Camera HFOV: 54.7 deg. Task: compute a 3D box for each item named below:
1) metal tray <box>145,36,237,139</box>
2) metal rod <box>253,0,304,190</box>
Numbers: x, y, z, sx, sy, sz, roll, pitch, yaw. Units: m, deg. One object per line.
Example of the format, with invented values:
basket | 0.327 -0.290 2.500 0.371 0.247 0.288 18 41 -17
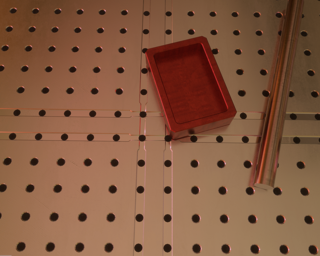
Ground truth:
metal tray | 0.040 -0.058 0.430 0.091 0.030 0.130 -15 71 -6
metal rod | 0.171 -0.062 0.436 0.025 0.025 0.299 16 71 5
